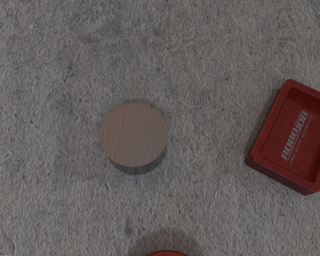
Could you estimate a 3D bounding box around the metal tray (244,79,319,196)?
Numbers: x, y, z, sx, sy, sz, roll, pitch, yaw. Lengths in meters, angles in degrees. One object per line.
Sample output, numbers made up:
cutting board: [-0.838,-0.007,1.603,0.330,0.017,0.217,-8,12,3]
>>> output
metal tray: [0.180,0.010,0.404,0.090,0.030,0.130,28,72,9]

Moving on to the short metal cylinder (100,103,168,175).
short metal cylinder: [-0.031,0.015,0.389,0.081,0.050,0.080,0,70,0]

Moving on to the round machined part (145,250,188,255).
round machined part: [0.007,0.183,0.332,0.099,0.042,0.098,0,70,-1]
